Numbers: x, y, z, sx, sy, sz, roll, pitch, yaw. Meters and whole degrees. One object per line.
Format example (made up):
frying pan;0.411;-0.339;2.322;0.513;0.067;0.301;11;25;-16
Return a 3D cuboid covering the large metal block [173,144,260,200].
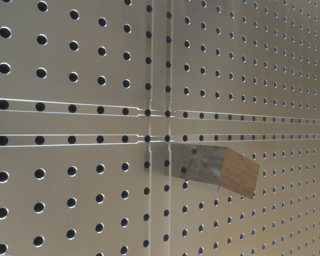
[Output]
large metal block;0.081;0.061;0.440;0.080;0.080;0.050;27;73;-37
